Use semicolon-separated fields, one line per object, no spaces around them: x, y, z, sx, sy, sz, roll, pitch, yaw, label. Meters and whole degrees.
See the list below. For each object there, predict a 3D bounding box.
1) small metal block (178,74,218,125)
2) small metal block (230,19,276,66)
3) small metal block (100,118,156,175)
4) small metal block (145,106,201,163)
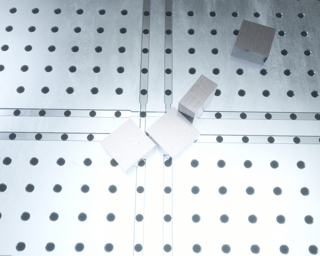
0.049;-0.035;0.412;0.025;0.050;0.050;36;74;12;small metal block
0.138;-0.127;0.460;0.050;0.025;0.050;19;71;6;small metal block
-0.041;0.024;0.403;0.050;0.025;0.050;-40;75;-14;small metal block
0.017;0.009;0.409;0.050;0.025;0.050;-41;75;-14;small metal block
